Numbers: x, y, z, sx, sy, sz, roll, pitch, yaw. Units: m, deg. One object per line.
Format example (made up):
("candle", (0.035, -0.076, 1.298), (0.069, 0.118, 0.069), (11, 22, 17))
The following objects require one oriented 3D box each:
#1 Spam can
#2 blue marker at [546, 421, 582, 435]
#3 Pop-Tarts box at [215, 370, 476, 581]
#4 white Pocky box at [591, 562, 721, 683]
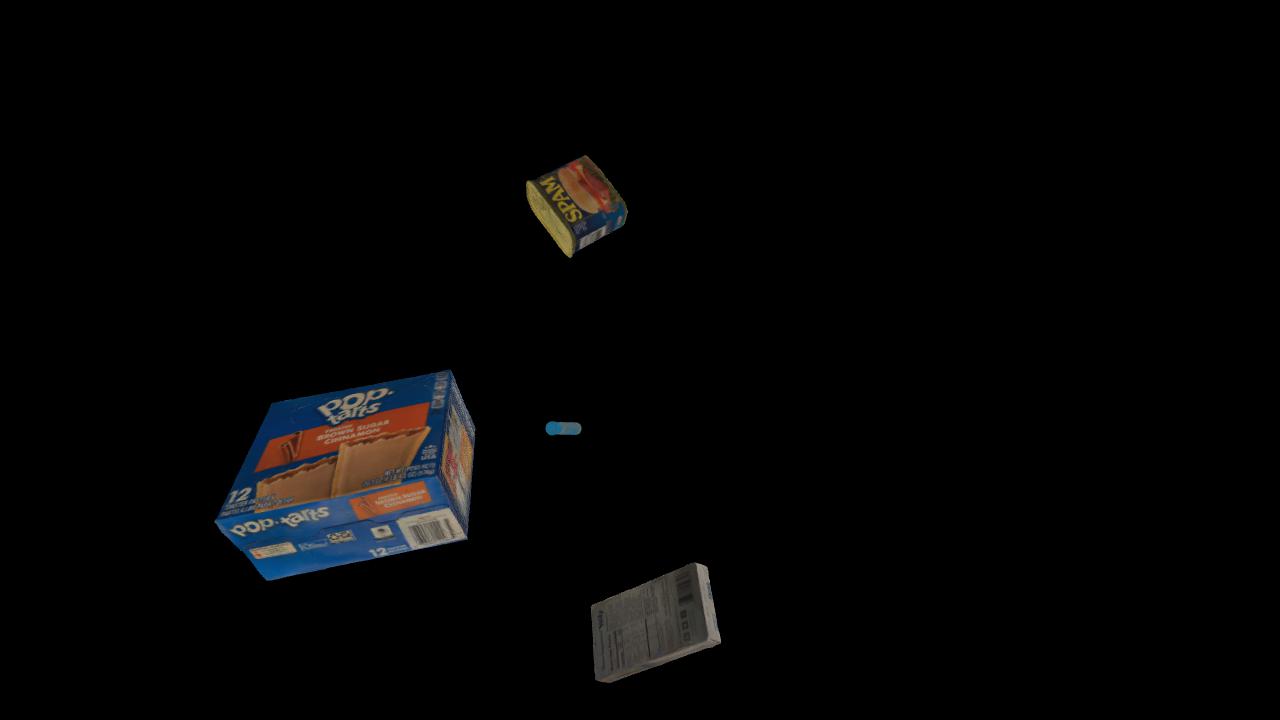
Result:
("Spam can", (-0.077, -0.191, 0.757), (0.085, 0.101, 0.058), (-32, -12, -19))
("blue marker", (-0.108, 0.097, 0.877), (0.020, 0.020, 0.121), (0, -7, 10))
("Pop-Tarts box", (-0.239, 0.094, 0.534), (0.167, 0.083, 0.141), (-10, 36, -4))
("white Pocky box", (0.012, 0.285, 0.665), (0.154, 0.084, 0.028), (-32, -46, 25))
